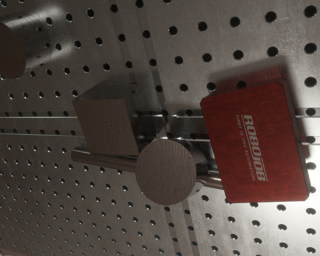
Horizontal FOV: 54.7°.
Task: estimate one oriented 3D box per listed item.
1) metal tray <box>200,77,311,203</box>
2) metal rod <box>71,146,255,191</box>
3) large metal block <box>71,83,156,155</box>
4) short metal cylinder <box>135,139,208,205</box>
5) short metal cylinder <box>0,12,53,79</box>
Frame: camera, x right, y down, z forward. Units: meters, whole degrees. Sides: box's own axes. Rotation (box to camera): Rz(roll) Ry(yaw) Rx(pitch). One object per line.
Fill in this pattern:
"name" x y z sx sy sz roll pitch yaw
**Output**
"metal tray" 0.106 0.018 0.345 0.090 0.030 0.129 -11 101 32
"metal rod" -0.001 0.059 0.446 0.301 0.025 0.025 7 122 24
"large metal block" -0.060 -0.012 0.418 0.080 0.050 0.080 1 119 27
"short metal cylinder" 0.016 0.054 0.397 0.080 0.050 0.080 -1 88 24
"short metal cylinder" -0.198 -0.114 0.426 0.080 0.050 0.079 13 124 20
